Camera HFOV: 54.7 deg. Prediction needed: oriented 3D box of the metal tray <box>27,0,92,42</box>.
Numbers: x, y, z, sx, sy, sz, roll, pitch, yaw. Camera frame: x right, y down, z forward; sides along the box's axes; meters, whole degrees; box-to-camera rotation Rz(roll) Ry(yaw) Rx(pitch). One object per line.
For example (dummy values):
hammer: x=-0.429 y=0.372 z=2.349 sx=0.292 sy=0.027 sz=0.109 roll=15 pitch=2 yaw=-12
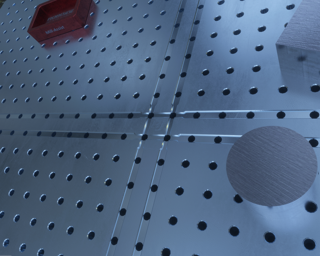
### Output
metal tray: x=-0.216 y=-0.243 z=0.667 sx=0.130 sy=0.030 sz=0.090 roll=-9 pitch=58 yaw=23

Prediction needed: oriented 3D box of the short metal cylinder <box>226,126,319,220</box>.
short metal cylinder: x=0.112 y=0.045 z=0.306 sx=0.080 sy=0.050 sz=0.080 roll=-13 pitch=56 yaw=21

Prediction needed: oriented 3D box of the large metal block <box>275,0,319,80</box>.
large metal block: x=0.192 y=-0.103 z=0.354 sx=0.080 sy=0.050 sz=0.080 roll=25 pitch=75 yaw=36
